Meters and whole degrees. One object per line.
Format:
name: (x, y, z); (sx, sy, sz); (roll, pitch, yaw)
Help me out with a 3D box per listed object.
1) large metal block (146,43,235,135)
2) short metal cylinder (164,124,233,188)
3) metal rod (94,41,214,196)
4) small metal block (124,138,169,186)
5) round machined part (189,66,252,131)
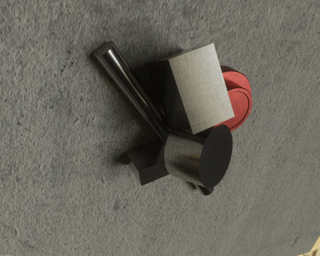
large metal block: (0.032, -0.045, 0.350); (0.050, 0.080, 0.080); (-23, 105, -13)
short metal cylinder: (0.050, 0.030, 0.392); (0.081, 0.050, 0.079); (-19, 115, -48)
metal rod: (0.010, 0.009, 0.421); (0.025, 0.025, 0.300); (-39, 130, -3)
small metal block: (-0.013, 0.044, 0.414); (0.050, 0.050, 0.025); (-20, 126, -18)
round machined part: (0.086, -0.032, 0.426); (0.099, 0.042, 0.097); (-14, 125, -21)
